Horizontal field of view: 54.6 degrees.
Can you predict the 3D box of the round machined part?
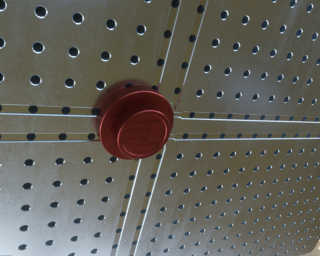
[{"bbox_3d":[-0.026,-0.001,0.385,0.099,0.042,0.097,-14,124,-21],"label":"round machined part"}]
